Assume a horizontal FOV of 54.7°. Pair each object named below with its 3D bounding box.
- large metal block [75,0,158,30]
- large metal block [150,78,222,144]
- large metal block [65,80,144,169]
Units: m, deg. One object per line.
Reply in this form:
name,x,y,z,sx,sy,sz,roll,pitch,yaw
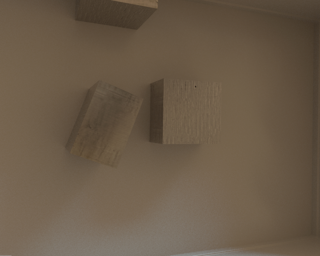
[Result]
large metal block,-0.053,-0.157,0.362,0.081,0.080,0.050,2,90,-20
large metal block,0.033,-0.020,0.411,0.081,0.050,0.079,1,90,-21
large metal block,-0.067,-0.004,0.357,0.050,0.080,0.080,23,83,-19
